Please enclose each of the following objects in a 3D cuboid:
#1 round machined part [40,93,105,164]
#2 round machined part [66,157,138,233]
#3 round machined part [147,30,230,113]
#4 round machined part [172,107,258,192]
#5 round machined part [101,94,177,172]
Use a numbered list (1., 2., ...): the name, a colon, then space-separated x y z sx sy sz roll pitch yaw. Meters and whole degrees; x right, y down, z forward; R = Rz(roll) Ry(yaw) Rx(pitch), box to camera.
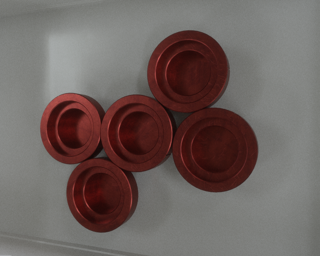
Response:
1. round machined part: -0.116 0.001 0.440 0.098 0.042 0.097 0 90 20
2. round machined part: -0.074 0.088 0.424 0.098 0.042 0.097 0 90 20
3. round machined part: 0.037 -0.067 0.386 0.098 0.042 0.097 0 90 20
4. round machined part: 0.068 0.025 0.375 0.098 0.042 0.097 0 90 20
5. round machined part: -0.024 0.007 0.406 0.098 0.042 0.097 0 90 20
